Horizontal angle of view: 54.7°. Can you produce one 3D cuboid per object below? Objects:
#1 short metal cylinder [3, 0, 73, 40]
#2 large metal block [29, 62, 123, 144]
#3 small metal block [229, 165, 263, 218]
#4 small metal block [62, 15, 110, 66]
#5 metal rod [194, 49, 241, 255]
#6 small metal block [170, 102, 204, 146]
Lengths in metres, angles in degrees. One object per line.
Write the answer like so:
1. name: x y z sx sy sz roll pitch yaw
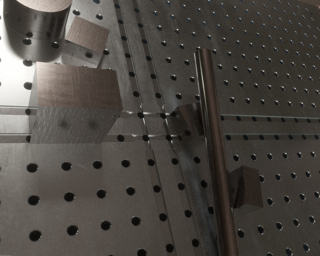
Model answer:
1. short metal cylinder: -0.160 -0.163 0.406 0.081 0.050 0.080 14 56 -21
2. large metal block: -0.095 -0.023 0.336 0.081 0.080 0.050 1 61 -28
3. small metal block: 0.103 0.083 0.399 0.025 0.050 0.050 17 55 -19
4. small metal block: -0.102 -0.121 0.428 0.050 0.025 0.050 20 54 -17
5. metal rod: 0.073 0.030 0.404 0.025 0.025 0.299 6 67 -26
6. small metal block: 0.050 -0.007 0.441 0.050 0.025 0.050 -13 69 -34
